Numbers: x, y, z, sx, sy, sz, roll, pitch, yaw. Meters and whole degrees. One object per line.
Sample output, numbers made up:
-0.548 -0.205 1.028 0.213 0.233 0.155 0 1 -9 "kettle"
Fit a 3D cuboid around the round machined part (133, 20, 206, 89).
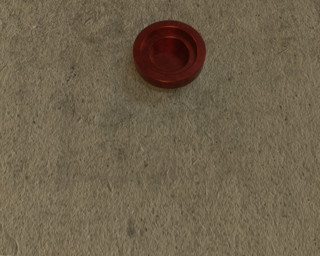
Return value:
0.013 -0.098 0.435 0.099 0.042 0.098 0 70 0 "round machined part"
